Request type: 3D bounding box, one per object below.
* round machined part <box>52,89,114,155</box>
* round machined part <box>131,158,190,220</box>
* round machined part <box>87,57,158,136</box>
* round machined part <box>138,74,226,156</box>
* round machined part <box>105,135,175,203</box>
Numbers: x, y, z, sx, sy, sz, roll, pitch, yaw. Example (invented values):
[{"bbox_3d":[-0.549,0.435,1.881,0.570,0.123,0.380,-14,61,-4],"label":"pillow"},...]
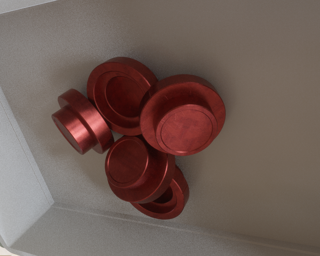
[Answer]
[{"bbox_3d":[-0.110,-0.002,0.424,0.098,0.042,0.098,41,156,23],"label":"round machined part"},{"bbox_3d":[-0.003,0.081,0.447,0.098,0.042,0.097,13,124,21],"label":"round machined part"},{"bbox_3d":[-0.039,-0.042,0.389,0.098,0.042,0.097,13,124,21],"label":"round machined part"},{"bbox_3d":[0.026,-0.007,0.348,0.099,0.042,0.097,-4,125,-6],"label":"round machined part"},{"bbox_3d":[-0.033,0.047,0.405,0.098,0.098,0.042,-6,159,31],"label":"round machined part"}]
